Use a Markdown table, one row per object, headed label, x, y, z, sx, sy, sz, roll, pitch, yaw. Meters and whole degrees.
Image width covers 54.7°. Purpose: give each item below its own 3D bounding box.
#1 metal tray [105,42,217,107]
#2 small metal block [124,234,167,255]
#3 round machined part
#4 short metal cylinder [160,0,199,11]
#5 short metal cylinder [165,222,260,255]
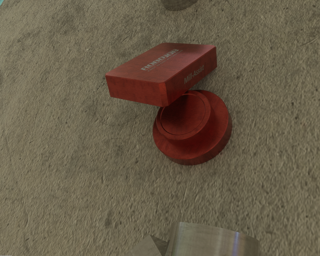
| label | x | y | z | sx | sy | sz | roll | pitch | yaw |
| --- | --- | --- | --- | --- | --- | --- | --- | --- | --- |
| metal tray | 0.006 | -0.075 | 0.404 | 0.090 | 0.030 | 0.131 | 14 | 38 | 34 |
| small metal block | -0.013 | 0.137 | 0.310 | 0.050 | 0.050 | 0.025 | -40 | 51 | 1 |
| round machined part | 0.035 | -0.007 | 0.379 | 0.098 | 0.042 | 0.098 | -13 | 56 | 21 |
| short metal cylinder | 0.031 | -0.246 | 0.523 | 0.080 | 0.050 | 0.080 | -13 | 56 | 21 |
| short metal cylinder | 0.044 | 0.119 | 0.273 | 0.080 | 0.080 | 0.050 | 0 | 62 | 28 |
